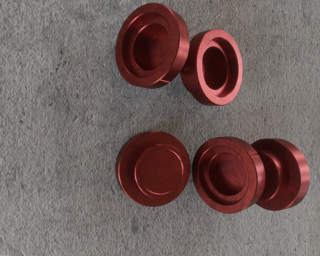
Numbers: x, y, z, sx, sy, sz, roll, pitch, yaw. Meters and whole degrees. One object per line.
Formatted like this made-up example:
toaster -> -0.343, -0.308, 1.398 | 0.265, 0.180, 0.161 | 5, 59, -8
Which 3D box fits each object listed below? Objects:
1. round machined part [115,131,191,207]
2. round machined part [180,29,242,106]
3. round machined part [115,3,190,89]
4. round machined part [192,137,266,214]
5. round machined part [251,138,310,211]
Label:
round machined part -> -0.005, 0.053, 0.398 | 0.099, 0.042, 0.097 | 0, 90, -20
round machined part -> 0.064, -0.078, 0.412 | 0.099, 0.042, 0.097 | -3, 94, -43
round machined part -> -0.005, -0.096, 0.377 | 0.042, 0.098, 0.097 | 3, 89, -52
round machined part -> 0.094, 0.059, 0.410 | 0.042, 0.098, 0.097 | -3, 92, -46
round machined part -> 0.145, 0.063, 0.420 | 0.042, 0.098, 0.097 | 0, 90, -33
